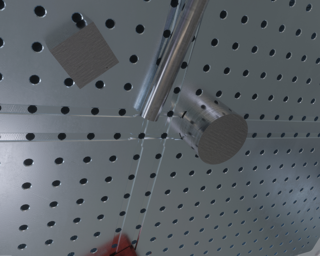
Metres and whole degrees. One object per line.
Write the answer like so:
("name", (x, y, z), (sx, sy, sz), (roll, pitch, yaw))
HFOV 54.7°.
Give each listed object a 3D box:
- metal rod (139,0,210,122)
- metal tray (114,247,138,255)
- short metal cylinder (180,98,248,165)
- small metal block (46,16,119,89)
("metal rod", (0.042, -0.143, 0.345), (0.025, 0.025, 0.298), (11, 113, -33))
("metal tray", (-0.087, 0.267, 0.525), (0.131, 0.030, 0.090), (-27, 128, -12))
("short metal cylinder", (0.076, 0.005, 0.439), (0.081, 0.050, 0.079), (-14, 124, -21))
("small metal block", (-0.079, -0.077, 0.320), (0.050, 0.025, 0.050), (-36, 129, -4))
